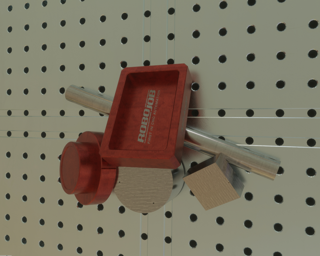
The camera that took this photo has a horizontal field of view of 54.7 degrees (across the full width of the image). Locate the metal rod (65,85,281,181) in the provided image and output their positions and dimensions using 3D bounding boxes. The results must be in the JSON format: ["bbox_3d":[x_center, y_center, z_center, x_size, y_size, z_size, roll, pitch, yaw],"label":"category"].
[{"bbox_3d":[0.003,-0.001,0.407,0.301,0.025,0.025,21,97,18],"label":"metal rod"}]

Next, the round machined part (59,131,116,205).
[{"bbox_3d":[-0.100,0.052,0.410,0.098,0.042,0.097,-9,78,52],"label":"round machined part"}]

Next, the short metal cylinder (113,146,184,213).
[{"bbox_3d":[-0.014,0.064,0.400,0.080,0.050,0.079,0,90,20],"label":"short metal cylinder"}]

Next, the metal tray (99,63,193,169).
[{"bbox_3d":[-0.014,-0.017,0.379,0.090,0.030,0.130,0,61,19],"label":"metal tray"}]

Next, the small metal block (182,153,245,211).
[{"bbox_3d":[0.064,0.065,0.374,0.050,0.025,0.050,-33,95,33],"label":"small metal block"}]
